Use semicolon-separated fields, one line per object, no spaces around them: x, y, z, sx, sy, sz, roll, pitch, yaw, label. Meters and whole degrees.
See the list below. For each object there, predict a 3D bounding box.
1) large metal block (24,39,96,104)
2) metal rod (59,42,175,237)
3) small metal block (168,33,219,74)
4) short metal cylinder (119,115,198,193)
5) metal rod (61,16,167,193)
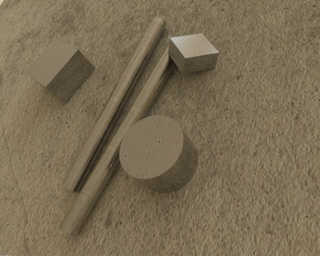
-0.174;-0.100;0.541;0.080;0.050;0.080;30;78;37;large metal block
-0.045;0.003;0.425;0.025;0.025;0.300;18;71;35;metal rod
0.045;-0.104;0.429;0.050;0.025;0.050;-14;50;-18;small metal block
-0.001;0.031;0.369;0.080;0.050;0.080;-13;56;21;short metal cylinder
-0.061;-0.046;0.464;0.025;0.025;0.300;13;68;33;metal rod
